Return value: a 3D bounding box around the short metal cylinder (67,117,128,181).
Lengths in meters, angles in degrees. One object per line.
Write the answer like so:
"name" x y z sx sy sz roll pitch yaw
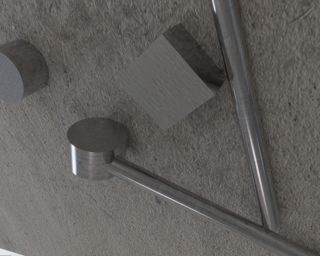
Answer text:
"short metal cylinder" -0.087 0.028 0.435 0.080 0.080 0.050 20 126 16

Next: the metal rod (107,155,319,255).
"metal rod" 0.073 0.112 0.402 0.301 0.025 0.025 26 129 -2

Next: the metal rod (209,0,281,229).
"metal rod" 0.101 -0.007 0.349 0.025 0.025 0.298 -5 116 30

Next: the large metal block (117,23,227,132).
"large metal block" 0.014 -0.056 0.349 0.080 0.050 0.080 48 129 -6

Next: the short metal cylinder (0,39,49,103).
"short metal cylinder" -0.211 -0.083 0.451 0.080 0.050 0.079 13 124 21
